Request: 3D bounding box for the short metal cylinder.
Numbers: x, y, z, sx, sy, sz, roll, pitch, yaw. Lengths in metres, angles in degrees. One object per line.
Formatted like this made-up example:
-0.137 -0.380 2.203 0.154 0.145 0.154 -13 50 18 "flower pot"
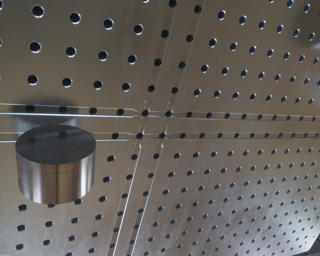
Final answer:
-0.112 0.037 0.338 0.081 0.080 0.050 -5 121 -26 "short metal cylinder"
